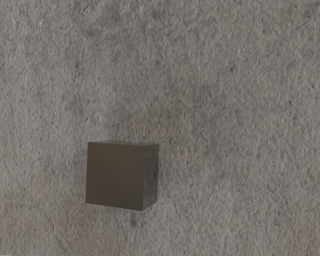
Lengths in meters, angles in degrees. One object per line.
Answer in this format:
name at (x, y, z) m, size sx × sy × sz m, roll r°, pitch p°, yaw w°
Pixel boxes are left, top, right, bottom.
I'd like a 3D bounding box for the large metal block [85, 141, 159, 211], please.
large metal block at (-0.049, 0.059, 0.412) m, size 0.080 × 0.050 × 0.079 m, roll 3°, pitch 91°, yaw 19°
